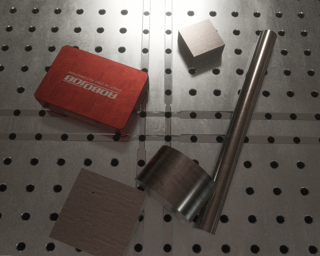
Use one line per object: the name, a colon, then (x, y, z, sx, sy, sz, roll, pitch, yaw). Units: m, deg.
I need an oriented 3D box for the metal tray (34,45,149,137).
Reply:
metal tray: (-0.091, -0.052, 0.427, 0.131, 0.030, 0.090, 20, 71, 7)

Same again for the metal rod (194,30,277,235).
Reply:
metal rod: (0.107, -0.008, 0.415, 0.025, 0.025, 0.300, 20, 71, 7)

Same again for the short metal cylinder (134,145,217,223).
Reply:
short metal cylinder: (0.018, 0.065, 0.359, 0.080, 0.080, 0.050, 36, 74, 12)

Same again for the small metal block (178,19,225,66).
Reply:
small metal block: (0.060, -0.127, 0.459, 0.050, 0.025, 0.050, -23, 72, -9)

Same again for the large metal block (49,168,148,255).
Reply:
large metal block: (-0.066, 0.102, 0.360, 0.080, 0.050, 0.080, 20, 71, 6)
